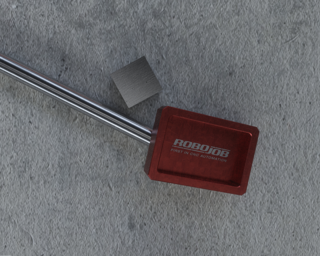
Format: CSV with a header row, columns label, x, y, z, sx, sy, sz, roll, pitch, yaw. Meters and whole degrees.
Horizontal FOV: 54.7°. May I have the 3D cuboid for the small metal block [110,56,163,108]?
label,x,y,z,sx,sy,sz,roll,pitch,yaw
small metal block,-0.030,-0.059,0.410,0.050,0.025,0.050,-29,90,-1

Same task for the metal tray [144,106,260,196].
label,x,y,z,sx,sy,sz,roll,pitch,yaw
metal tray,0.053,0.029,0.393,0.131,0.030,0.089,12,90,-14

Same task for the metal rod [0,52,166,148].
label,x,y,z,sx,sy,sz,roll,pitch,yaw
metal rod,-0.129,-0.046,0.408,0.301,0.025,0.025,27,90,-1
